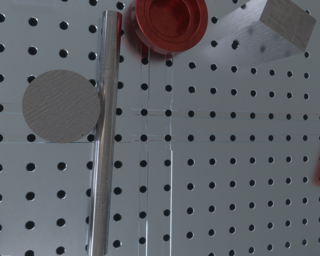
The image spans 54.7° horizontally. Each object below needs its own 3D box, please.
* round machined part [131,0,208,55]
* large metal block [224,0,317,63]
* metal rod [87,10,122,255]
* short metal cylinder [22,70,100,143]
[{"bbox_3d":[0.010,-0.145,0.407,0.099,0.042,0.097,0,90,-20],"label":"round machined part"},{"bbox_3d":[0.154,-0.140,0.440,0.080,0.080,0.050,26,82,-18],"label":"large metal block"},{"bbox_3d":[-0.069,0.006,0.387,0.025,0.025,0.298,4,89,-20],"label":"metal rod"},{"bbox_3d":[-0.113,-0.023,0.357,0.081,0.050,0.079,0,90,-20],"label":"short metal cylinder"}]
